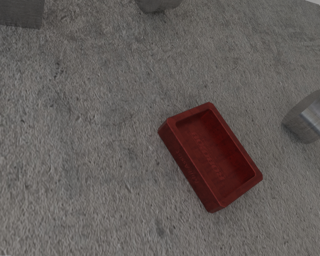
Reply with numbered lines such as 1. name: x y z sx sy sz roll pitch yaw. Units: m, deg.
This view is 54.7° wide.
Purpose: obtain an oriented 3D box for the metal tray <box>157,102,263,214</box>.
1. metal tray: 0.068 0.035 0.415 0.091 0.030 0.130 -23 74 -36

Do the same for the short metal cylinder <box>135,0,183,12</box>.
1. short metal cylinder: -0.003 -0.236 0.510 0.050 0.080 0.080 -24 75 -36

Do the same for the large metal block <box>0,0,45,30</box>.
1. large metal block: -0.185 -0.171 0.373 0.081 0.080 0.050 -2 63 -29

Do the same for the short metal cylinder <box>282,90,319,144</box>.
1. short metal cylinder: 0.253 -0.018 0.516 0.050 0.080 0.080 46 51 3
